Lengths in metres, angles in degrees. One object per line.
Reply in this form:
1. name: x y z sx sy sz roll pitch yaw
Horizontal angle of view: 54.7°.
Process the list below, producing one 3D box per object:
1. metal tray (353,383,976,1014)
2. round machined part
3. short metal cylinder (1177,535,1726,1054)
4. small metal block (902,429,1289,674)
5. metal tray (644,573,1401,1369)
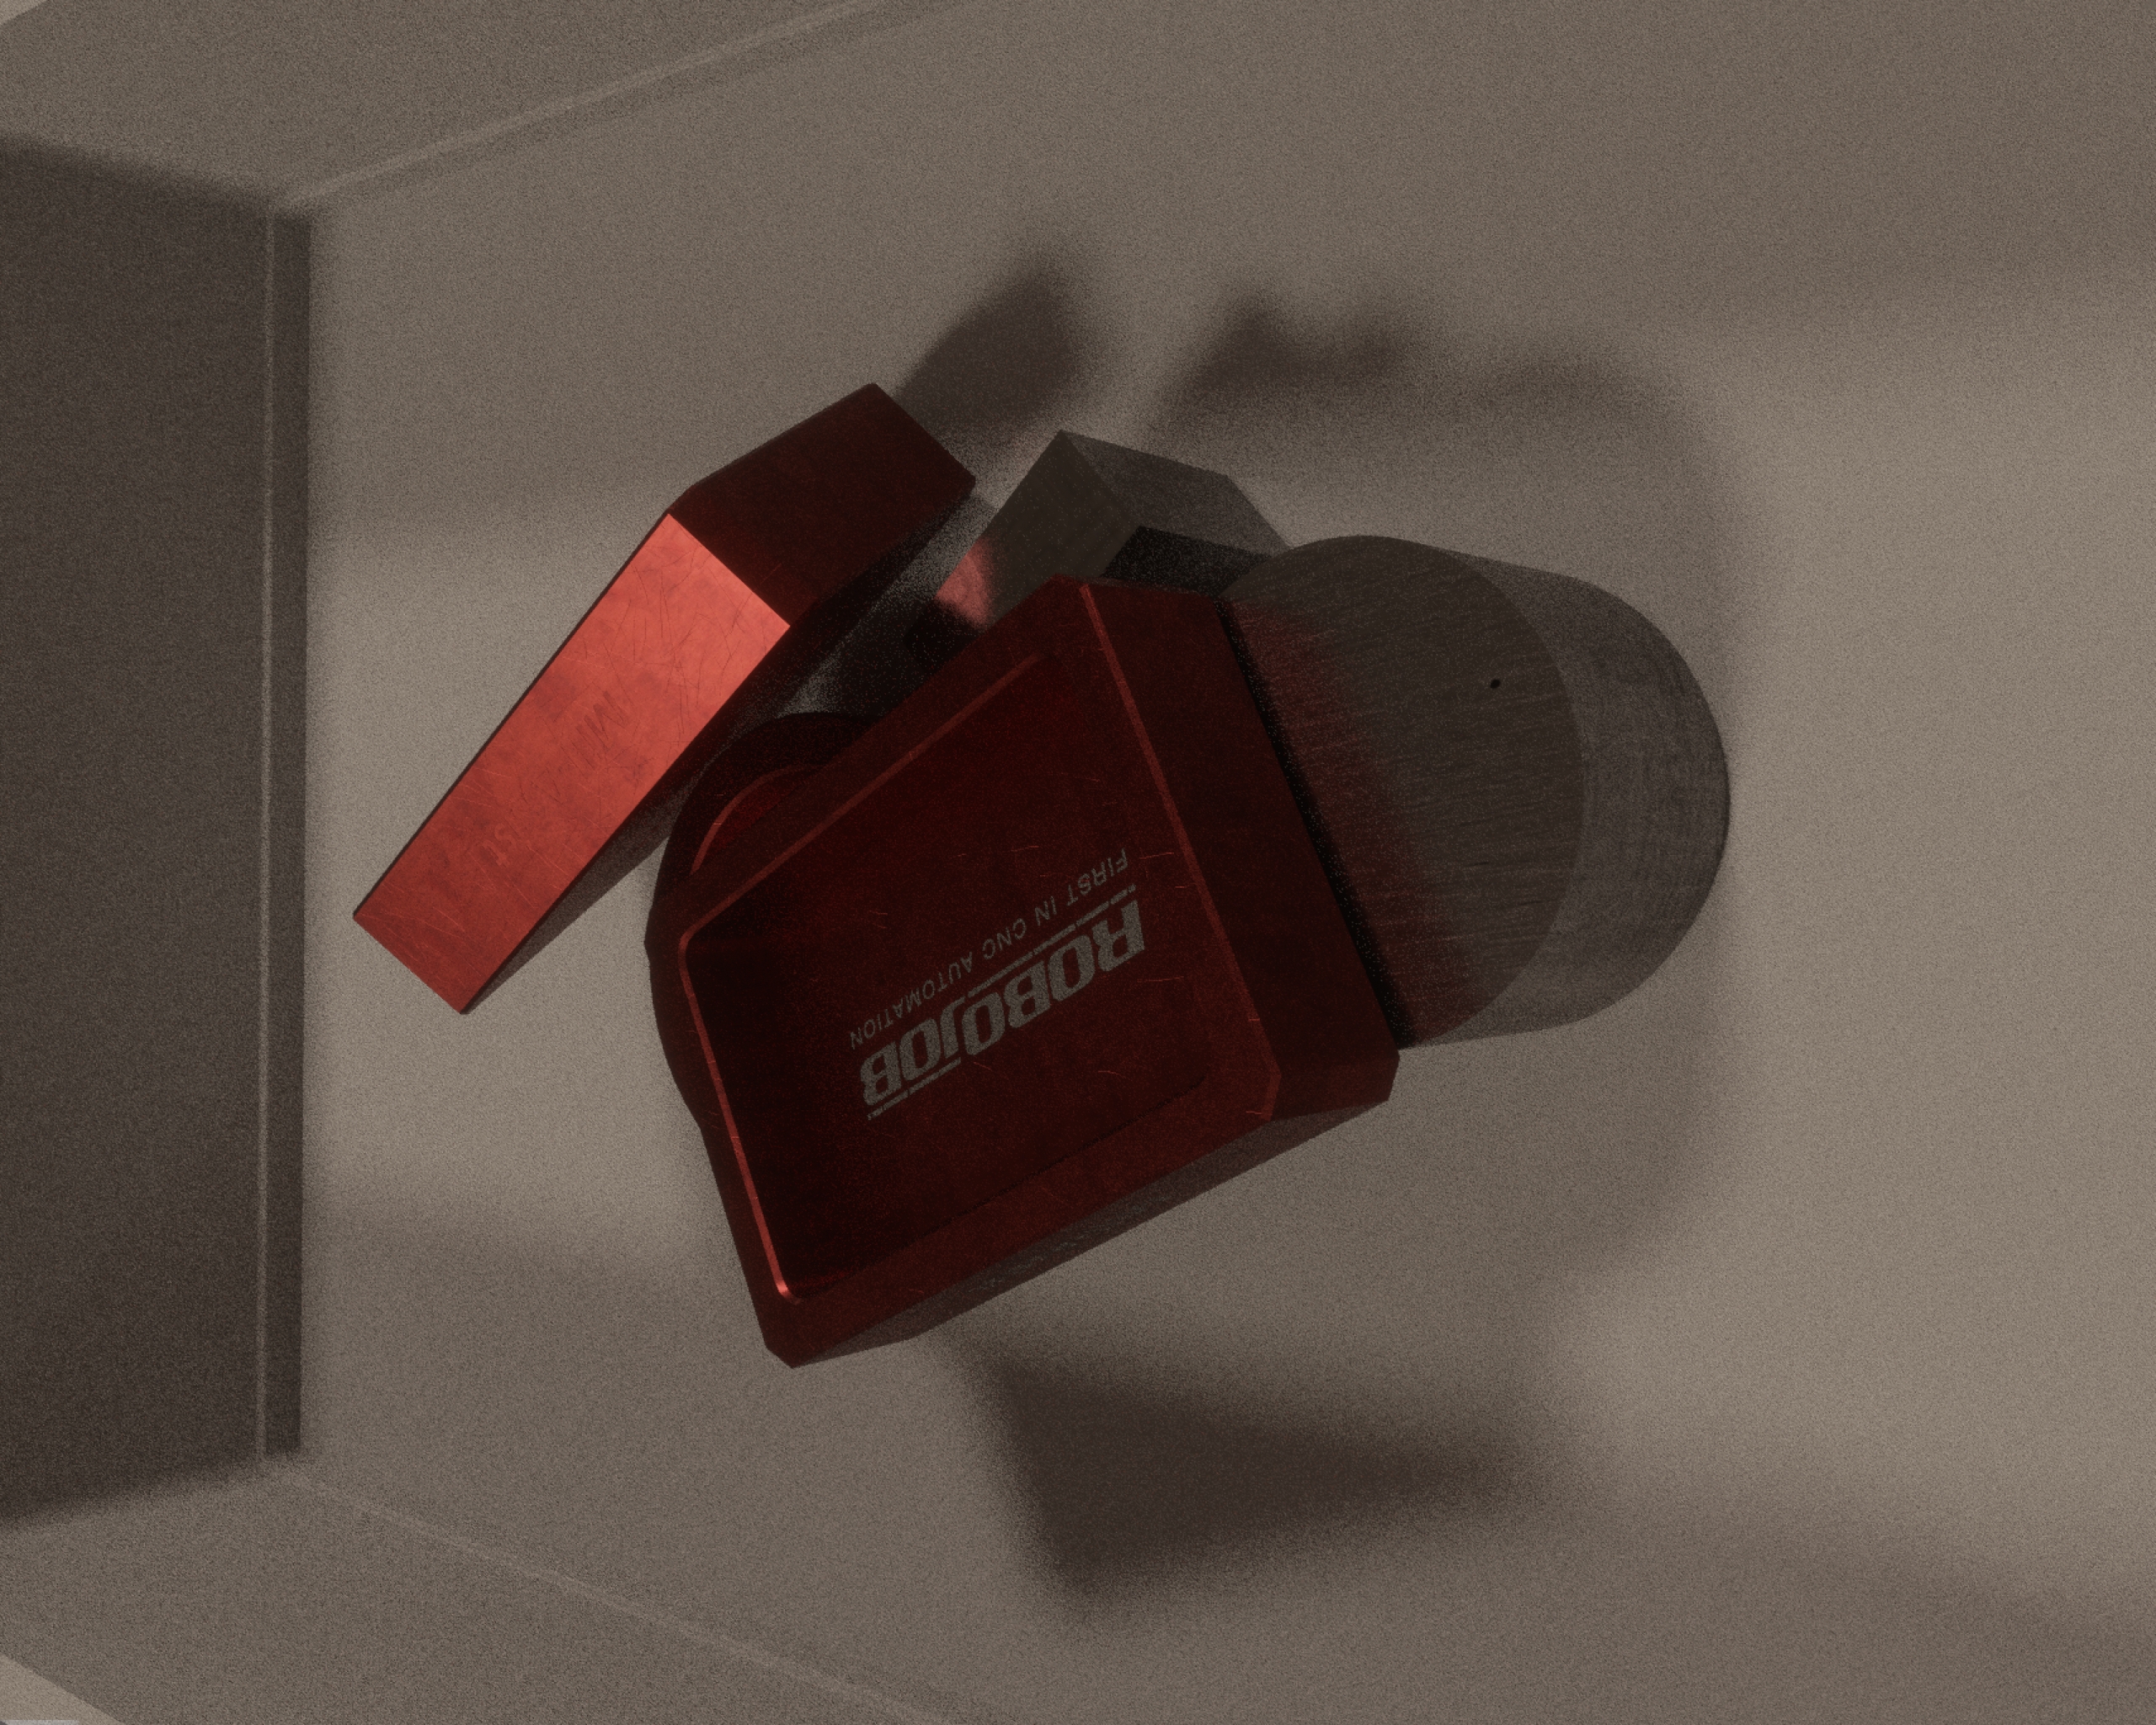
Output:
1. metal tray: -0.084 -0.034 0.427 0.030 0.090 0.129 44 120 -5
2. round machined part: -0.040 0.019 0.426 0.098 0.042 0.097 0 90 39
3. short metal cylinder: 0.057 -0.010 0.340 0.080 0.050 0.079 0 90 39
4. small metal block: 0.005 -0.048 0.382 0.050 0.050 0.025 -50 61 27
5. metal tray: -0.017 0.022 0.351 0.130 0.030 0.090 -35 68 39
